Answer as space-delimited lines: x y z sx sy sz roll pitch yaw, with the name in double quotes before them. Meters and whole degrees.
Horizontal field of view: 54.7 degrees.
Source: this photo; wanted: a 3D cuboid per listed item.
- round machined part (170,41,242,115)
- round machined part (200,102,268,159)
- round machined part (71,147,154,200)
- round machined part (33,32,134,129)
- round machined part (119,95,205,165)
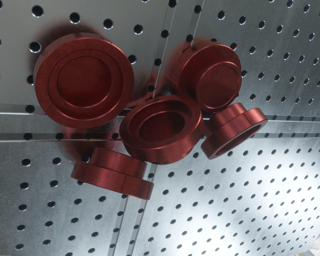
"round machined part" 0.066 -0.059 0.401 0.099 0.042 0.097 -14 124 -21
"round machined part" 0.098 0.000 0.437 0.098 0.042 0.098 -29 163 -10
"round machined part" -0.054 0.053 0.377 0.098 0.098 0.042 26 76 -38
"round machined part" -0.080 -0.051 0.325 0.099 0.042 0.097 -14 125 -21
"round machined part" 0.005 0.006 0.372 0.099 0.098 0.042 -28 128 -11
